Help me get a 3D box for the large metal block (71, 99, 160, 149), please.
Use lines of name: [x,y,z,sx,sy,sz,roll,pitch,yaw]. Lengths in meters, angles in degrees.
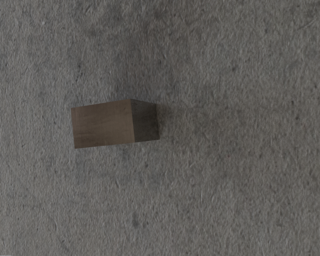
large metal block: [-0.054,-0.004,0.399,0.080,0.080,0.050,-7,88,20]
